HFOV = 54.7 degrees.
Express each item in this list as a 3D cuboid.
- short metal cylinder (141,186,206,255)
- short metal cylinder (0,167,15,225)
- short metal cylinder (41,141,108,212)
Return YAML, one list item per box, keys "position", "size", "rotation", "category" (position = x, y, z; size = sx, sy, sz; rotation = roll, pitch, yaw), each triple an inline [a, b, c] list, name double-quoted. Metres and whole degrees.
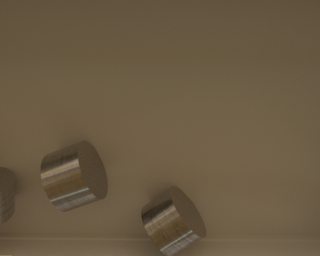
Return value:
- position: [0.019, 0.128, 0.429]
  size: [0.050, 0.080, 0.080]
  rotation: [-38, 106, 13]
  category: "short metal cylinder"
- position: [-0.238, 0.092, 0.414]
  size: [0.081, 0.080, 0.050]
  rotation: [8, 110, -3]
  category: "short metal cylinder"
- position: [-0.109, 0.062, 0.404]
  size: [0.050, 0.080, 0.080]
  rotation: [-21, 109, 7]
  category: "short metal cylinder"
